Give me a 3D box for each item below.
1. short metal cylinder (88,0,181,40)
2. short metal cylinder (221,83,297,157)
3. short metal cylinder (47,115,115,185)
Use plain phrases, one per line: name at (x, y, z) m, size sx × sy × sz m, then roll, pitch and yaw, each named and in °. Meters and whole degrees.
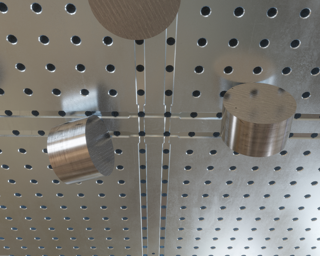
short metal cylinder at (-0.022, -0.129, 0.285) m, size 0.081 × 0.050 × 0.079 m, roll 0°, pitch 130°, yaw 0°
short metal cylinder at (0.114, -0.011, 0.368) m, size 0.080 × 0.080 × 0.050 m, roll -3°, pitch 130°, yaw 2°
short metal cylinder at (-0.099, 0.028, 0.398) m, size 0.050 × 0.080 × 0.080 m, roll -15°, pitch 129°, yaw 12°
